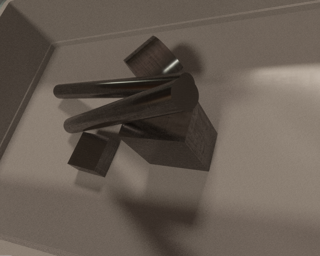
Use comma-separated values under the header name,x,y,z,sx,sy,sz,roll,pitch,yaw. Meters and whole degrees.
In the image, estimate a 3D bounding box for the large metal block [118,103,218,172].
name,x,y,z,sx,sy,sz,roll,pitch,yaw
large metal block,0.012,0.008,0.358,0.080,0.080,0.050,3,64,29

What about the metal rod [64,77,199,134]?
name,x,y,z,sx,sy,sz,roll,pitch,yaw
metal rod,-0.059,-0.014,0.353,0.299,0.025,0.025,-8,53,58

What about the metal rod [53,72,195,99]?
name,x,y,z,sx,sy,sz,roll,pitch,yaw
metal rod,-0.073,-0.053,0.421,0.300,0.025,0.025,6,63,48

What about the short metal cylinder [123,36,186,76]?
name,x,y,z,sx,sy,sz,roll,pitch,yaw
short metal cylinder,-0.004,-0.076,0.418,0.050,0.080,0.080,-40,51,1

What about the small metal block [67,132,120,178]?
name,x,y,z,sx,sy,sz,roll,pitch,yaw
small metal block,-0.092,0.036,0.430,0.050,0.025,0.050,9,66,31
